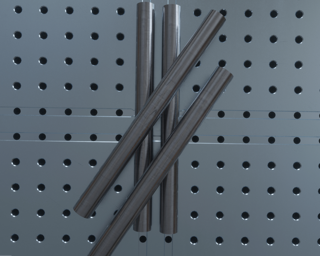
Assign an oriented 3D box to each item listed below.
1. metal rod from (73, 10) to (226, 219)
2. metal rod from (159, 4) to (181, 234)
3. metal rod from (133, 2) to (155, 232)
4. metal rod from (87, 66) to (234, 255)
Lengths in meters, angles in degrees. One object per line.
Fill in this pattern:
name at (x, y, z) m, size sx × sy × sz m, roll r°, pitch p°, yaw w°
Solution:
metal rod at (-0.013, -0.017, 0.389) m, size 0.025 × 0.025 × 0.299 m, roll 35°, pitch 90°, yaw 0°
metal rod at (0.014, -0.011, 0.414) m, size 0.025 × 0.025 × 0.298 m, roll 1°, pitch 90°, yaw 0°
metal rod at (-0.021, -0.014, 0.414) m, size 0.025 × 0.025 × 0.298 m, roll 1°, pitch 90°, yaw 0°
metal rod at (-0.003, 0.053, 0.388) m, size 0.025 × 0.025 × 0.299 m, roll 35°, pitch 90°, yaw 0°
